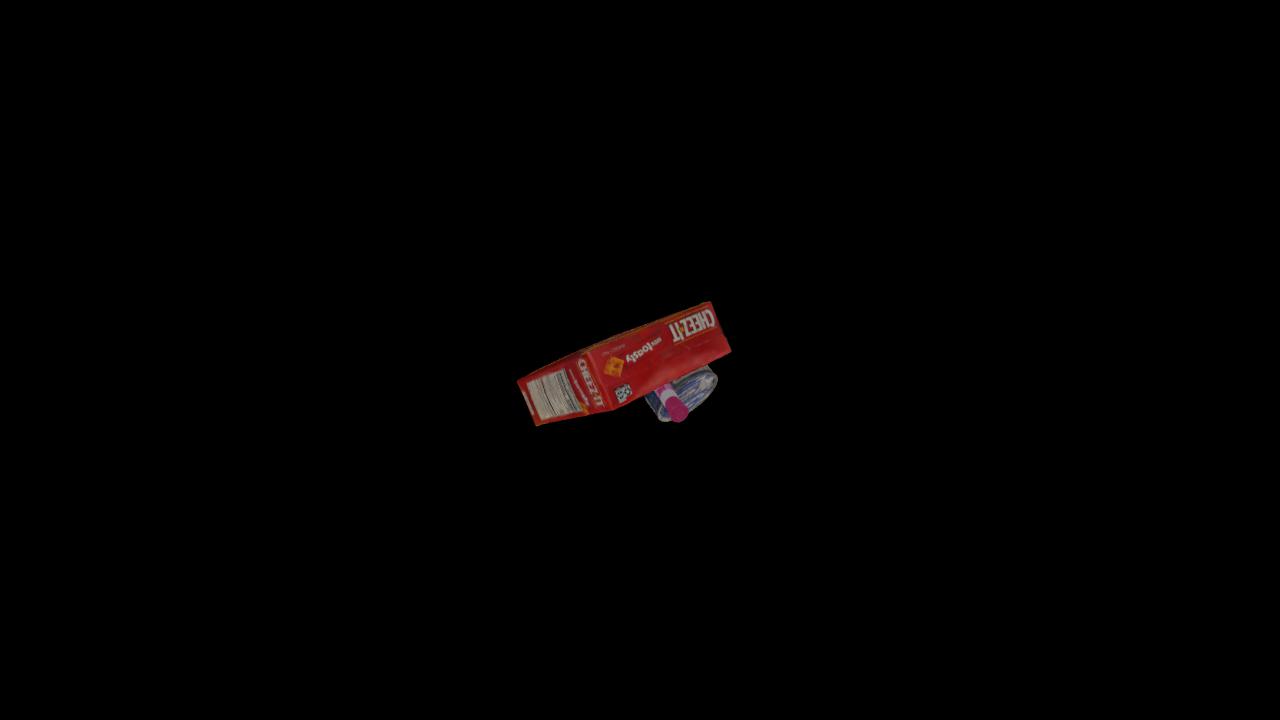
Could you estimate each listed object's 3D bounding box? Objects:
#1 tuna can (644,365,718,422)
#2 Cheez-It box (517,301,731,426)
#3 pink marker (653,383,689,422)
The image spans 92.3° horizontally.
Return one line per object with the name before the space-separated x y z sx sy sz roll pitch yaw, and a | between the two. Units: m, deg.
tuna can | 0.047 0.033 0.713 0.084 0.034 0.084 -28 -28 -16
Cheez-It box | -0.028 0.008 0.716 0.166 0.071 0.223 -26 5 -30
pink marker | 0.023 0.029 0.631 0.020 0.020 0.121 0 24 -17
